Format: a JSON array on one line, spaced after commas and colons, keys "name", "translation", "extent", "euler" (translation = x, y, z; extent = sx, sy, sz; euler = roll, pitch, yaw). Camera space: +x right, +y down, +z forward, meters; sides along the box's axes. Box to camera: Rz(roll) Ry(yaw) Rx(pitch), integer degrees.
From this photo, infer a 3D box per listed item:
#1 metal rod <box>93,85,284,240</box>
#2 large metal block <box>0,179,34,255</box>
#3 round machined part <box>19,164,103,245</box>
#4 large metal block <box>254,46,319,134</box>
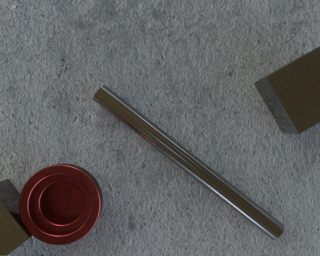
[{"name": "metal rod", "translation": [0.038, 0.045, 0.410], "extent": [0.300, 0.025, 0.025], "euler": [38, 90, -1]}, {"name": "large metal block", "translation": [-0.213, 0.125, 0.395], "extent": [0.080, 0.050, 0.080], "euler": [-38, 91, 0]}, {"name": "round machined part", "translation": [-0.123, 0.095, 0.399], "extent": [0.099, 0.042, 0.097], "euler": [0, 88, -2]}, {"name": "large metal block", "translation": [0.183, -0.047, 0.400], "extent": [0.080, 0.050, 0.080], "euler": [-30, 90, 0]}]
